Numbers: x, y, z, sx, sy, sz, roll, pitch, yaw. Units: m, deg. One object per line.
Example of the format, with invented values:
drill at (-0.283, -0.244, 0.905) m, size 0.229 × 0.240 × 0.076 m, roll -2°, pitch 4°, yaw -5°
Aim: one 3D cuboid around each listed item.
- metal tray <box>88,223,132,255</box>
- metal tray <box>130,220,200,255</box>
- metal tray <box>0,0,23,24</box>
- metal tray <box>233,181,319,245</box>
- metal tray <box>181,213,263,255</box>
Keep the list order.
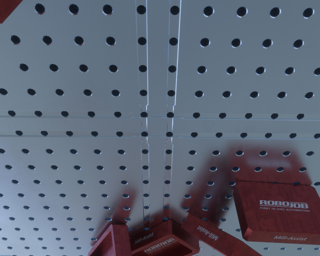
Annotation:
metal tray at (-0.095, 0.249, 0.576) m, size 0.030 × 0.090 × 0.129 m, roll 13°, pitch 130°, yaw -29°
metal tray at (0.000, 0.233, 0.606) m, size 0.130 × 0.030 × 0.090 m, roll -34°, pitch 123°, yaw 25°
metal tray at (-0.157, -0.157, 0.237) m, size 0.090 × 0.030 × 0.130 m, roll -42°, pitch 136°, yaw 12°
metal tray at (0.187, 0.130, 0.480) m, size 0.131 × 0.090 × 0.030 m, roll 4°, pitch 129°, yaw -4°
metal tray at (0.106, 0.194, 0.519) m, size 0.090 × 0.130 × 0.030 m, roll 40°, pitch 74°, yaw -29°
